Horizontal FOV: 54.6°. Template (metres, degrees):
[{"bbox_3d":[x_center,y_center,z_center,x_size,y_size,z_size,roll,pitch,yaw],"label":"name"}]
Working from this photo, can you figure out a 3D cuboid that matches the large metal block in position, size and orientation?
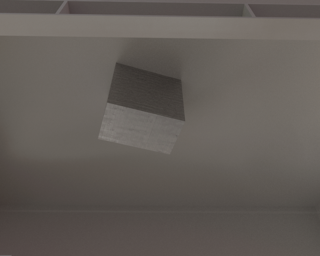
[{"bbox_3d":[-0.020,-0.023,0.353,0.080,0.080,0.050,13,129,-11],"label":"large metal block"}]
